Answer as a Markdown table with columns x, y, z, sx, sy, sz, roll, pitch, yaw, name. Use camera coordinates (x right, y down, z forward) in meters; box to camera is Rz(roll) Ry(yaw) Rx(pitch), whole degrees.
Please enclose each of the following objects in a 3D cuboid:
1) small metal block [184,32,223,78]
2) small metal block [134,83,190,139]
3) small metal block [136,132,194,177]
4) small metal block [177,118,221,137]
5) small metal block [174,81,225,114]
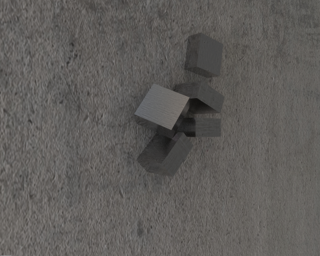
| x | y | z | sx | sy | sz | roll | pitch | yaw | name |
| --- | --- | --- | --- | --- | --- | --- | --- | --- | --- |
| 0.065 | -0.106 | 0.459 | 0.050 | 0.025 | 0.050 | 12 | 82 | -39 | small metal block |
| 0.003 | -0.022 | 0.388 | 0.050 | 0.050 | 0.025 | -60 | 164 | -23 | small metal block |
| 0.006 | 0.032 | 0.393 | 0.025 | 0.050 | 0.050 | 52 | 60 | -28 | small metal block |
| 0.048 | -0.001 | 0.429 | 0.050 | 0.050 | 0.025 | 1 | 90 | -40 | small metal block |
| 0.053 | -0.041 | 0.432 | 0.050 | 0.050 | 0.025 | 27 | 73 | -37 | small metal block |
